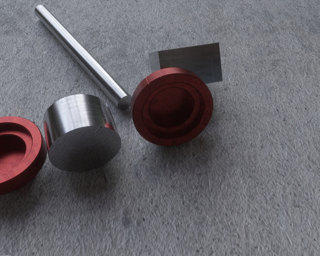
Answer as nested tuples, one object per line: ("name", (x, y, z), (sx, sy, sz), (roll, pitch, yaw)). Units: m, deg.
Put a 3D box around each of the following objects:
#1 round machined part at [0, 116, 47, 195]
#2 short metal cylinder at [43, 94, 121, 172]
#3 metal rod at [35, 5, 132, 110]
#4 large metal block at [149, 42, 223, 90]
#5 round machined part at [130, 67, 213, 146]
("round machined part", (-0.182, 0.036, 0.361), (0.099, 0.042, 0.098), (0, 50, 0))
("short metal cylinder", (-0.091, 0.007, 0.361), (0.081, 0.080, 0.050), (-16, 52, -13))
("metal rod", (-0.137, -0.128, 0.509), (0.025, 0.025, 0.300), (-29, 56, -22))
("large metal block", (0.033, -0.087, 0.435), (0.081, 0.050, 0.080), (-10, 13, -9))
("round machined part", (0.012, -0.029, 0.384), (0.099, 0.097, 0.042), (-9, 32, -8))
